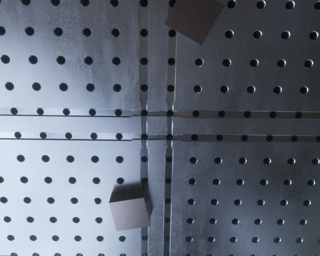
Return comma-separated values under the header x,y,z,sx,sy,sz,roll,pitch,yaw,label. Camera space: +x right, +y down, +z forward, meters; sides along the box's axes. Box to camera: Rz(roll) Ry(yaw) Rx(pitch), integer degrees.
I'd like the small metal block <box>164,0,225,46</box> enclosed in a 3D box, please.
x,y,z,sx,sy,sz,roll,pitch,yaw,label
0.039,-0.133,0.365,0.050,0.025,0.050,27,108,-10,small metal block

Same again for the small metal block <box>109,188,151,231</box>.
x,y,z,sx,sy,sz,roll,pitch,yaw,label
-0.043,0.121,0.457,0.050,0.025,0.050,-10,110,3,small metal block
